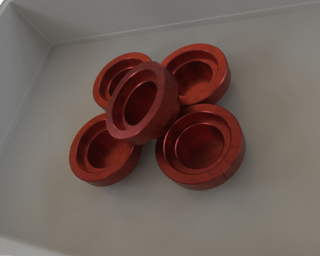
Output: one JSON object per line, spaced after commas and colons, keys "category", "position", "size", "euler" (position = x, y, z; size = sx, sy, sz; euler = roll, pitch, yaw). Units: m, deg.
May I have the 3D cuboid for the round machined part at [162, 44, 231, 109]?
{"category": "round machined part", "position": [0.044, -0.059, 0.405], "size": [0.098, 0.042, 0.098], "euler": [-13, 56, 20]}

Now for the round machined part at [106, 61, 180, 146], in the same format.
{"category": "round machined part", "position": [-0.016, -0.025, 0.360], "size": [0.098, 0.042, 0.098], "euler": [-25, 51, 36]}

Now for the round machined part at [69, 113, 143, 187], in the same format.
{"category": "round machined part", "position": [-0.066, 0.031, 0.407], "size": [0.098, 0.042, 0.098], "euler": [-13, 56, 20]}

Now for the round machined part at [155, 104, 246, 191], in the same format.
{"category": "round machined part", "position": [0.048, 0.024, 0.352], "size": [0.098, 0.042, 0.098], "euler": [-13, 56, 20]}

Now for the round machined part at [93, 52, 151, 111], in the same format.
{"category": "round machined part", "position": [-0.045, -0.059, 0.450], "size": [0.098, 0.042, 0.098], "euler": [-13, 56, 20]}
